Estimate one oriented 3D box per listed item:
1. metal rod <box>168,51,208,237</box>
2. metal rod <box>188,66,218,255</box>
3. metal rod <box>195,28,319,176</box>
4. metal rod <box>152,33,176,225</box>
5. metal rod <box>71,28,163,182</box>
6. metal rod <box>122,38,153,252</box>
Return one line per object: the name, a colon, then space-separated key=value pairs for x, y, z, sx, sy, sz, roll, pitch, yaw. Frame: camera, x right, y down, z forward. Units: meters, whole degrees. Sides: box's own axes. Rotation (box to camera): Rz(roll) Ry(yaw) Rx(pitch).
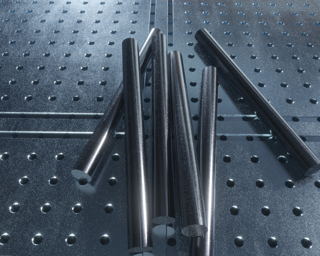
metal rod: x=0.028 y=-0.009 z=0.399 sx=0.025 sy=0.025 sz=0.300 roll=-1 pitch=45 yaw=-1
metal rod: x=0.058 y=0.027 z=0.384 sx=0.025 sy=0.025 sz=0.300 roll=6 pitch=50 yaw=5
metal rod: x=0.127 y=-0.057 z=0.456 sx=0.025 sy=0.025 sz=0.300 roll=-17 pitch=52 yaw=-14
metal rod: x=0.001 y=-0.023 z=0.415 sx=0.025 sy=0.025 sz=0.300 roll=-1 pitch=54 yaw=-1
metal rod: x=-0.049 y=-0.055 z=0.453 sx=0.025 sy=0.025 sz=0.300 roll=13 pitch=51 yaw=11
metal rod: x=-0.032 y=-0.004 z=0.390 sx=0.025 sy=0.025 sz=0.300 roll=-4 pitch=56 yaw=-3
